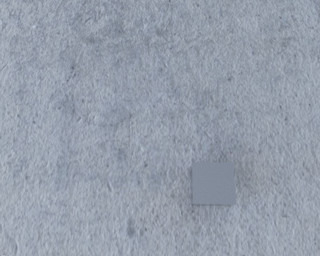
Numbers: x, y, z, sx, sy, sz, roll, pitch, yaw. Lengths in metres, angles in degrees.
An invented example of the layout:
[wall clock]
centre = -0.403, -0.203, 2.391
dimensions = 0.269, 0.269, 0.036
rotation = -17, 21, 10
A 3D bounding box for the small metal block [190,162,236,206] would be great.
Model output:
[small metal block]
centre = 0.064, 0.070, 0.383
dimensions = 0.050, 0.025, 0.050
rotation = 1, 70, 0
